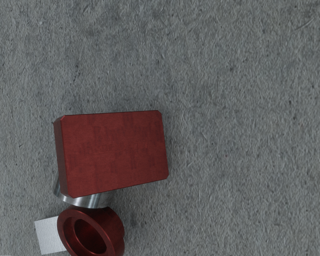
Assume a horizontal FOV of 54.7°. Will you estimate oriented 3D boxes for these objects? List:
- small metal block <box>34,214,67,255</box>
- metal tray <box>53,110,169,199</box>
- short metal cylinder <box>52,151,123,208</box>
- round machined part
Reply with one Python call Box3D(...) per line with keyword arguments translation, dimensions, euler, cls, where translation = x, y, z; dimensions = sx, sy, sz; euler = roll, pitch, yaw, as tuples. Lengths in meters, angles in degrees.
Box3D(translation=(-0.154, 0.156, 0.462), dimensions=(0.050, 0.025, 0.050), euler=(-17, 85, 19), cls="small metal block")
Box3D(translation=(-0.055, 0.027, 0.376), dimensions=(0.030, 0.131, 0.089), euler=(-11, 86, 56), cls="metal tray")
Box3D(translation=(-0.096, 0.065, 0.412), dimensions=(0.080, 0.080, 0.050), euler=(20, 97, 18), cls="short metal cylinder")
Box3D(translation=(-0.087, 0.140, 0.417), dimensions=(0.098, 0.042, 0.097), euler=(13, 117, 26), cls="round machined part")
